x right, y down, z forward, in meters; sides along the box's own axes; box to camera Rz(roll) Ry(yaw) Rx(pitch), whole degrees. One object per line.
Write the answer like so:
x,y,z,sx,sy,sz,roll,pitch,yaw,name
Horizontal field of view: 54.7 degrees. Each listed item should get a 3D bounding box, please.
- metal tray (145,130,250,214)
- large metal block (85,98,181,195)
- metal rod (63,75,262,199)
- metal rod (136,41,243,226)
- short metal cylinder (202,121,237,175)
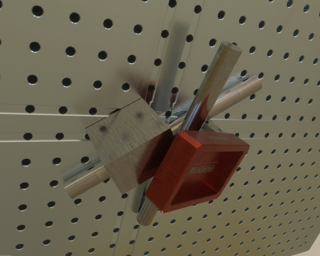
0.050,0.050,0.377,0.131,0.030,0.089,5,118,-52,metal tray
-0.033,0.019,0.370,0.080,0.080,0.050,-30,129,-10,large metal block
0.011,0.007,0.424,0.301,0.025,0.025,-30,129,-10,metal rod
0.027,0.028,0.415,0.025,0.025,0.298,4,126,-31,metal rod
0.066,0.034,0.453,0.081,0.050,0.079,-14,125,-21,short metal cylinder
